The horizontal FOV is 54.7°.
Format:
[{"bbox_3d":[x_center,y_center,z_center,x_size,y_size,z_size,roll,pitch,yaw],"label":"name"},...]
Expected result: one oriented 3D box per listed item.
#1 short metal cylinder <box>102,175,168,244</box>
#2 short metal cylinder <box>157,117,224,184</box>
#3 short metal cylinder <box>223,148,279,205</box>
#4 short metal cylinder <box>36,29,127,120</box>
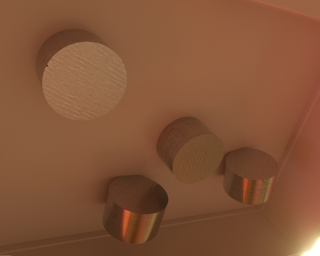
[{"bbox_3d":[-0.034,0.108,0.422,0.081,0.080,0.050,1,118,-29],"label":"short metal cylinder"},{"bbox_3d":[0.042,0.031,0.434,0.081,0.050,0.079,-14,124,-21],"label":"short metal cylinder"},{"bbox_3d":[0.144,0.076,0.499,0.081,0.080,0.050,-14,125,-21],"label":"short metal cylinder"},{"bbox_3d":[-0.080,-0.054,0.315,0.081,0.050,0.079,-14,124,-21],"label":"short metal cylinder"}]
